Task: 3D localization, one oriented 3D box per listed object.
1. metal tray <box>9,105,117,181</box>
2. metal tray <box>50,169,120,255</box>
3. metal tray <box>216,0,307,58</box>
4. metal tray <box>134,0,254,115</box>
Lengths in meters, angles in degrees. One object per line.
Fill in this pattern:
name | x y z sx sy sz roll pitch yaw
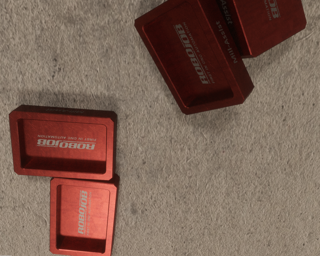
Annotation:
metal tray | -0.125 0.020 0.412 0.131 0.030 0.089 4 110 -2
metal tray | -0.110 0.126 0.451 0.091 0.030 0.129 7 110 -3
metal tray | 0.101 -0.151 0.332 0.091 0.030 0.129 -32 110 -19
metal tray | 0.038 -0.082 0.350 0.090 0.030 0.130 -11 117 46
